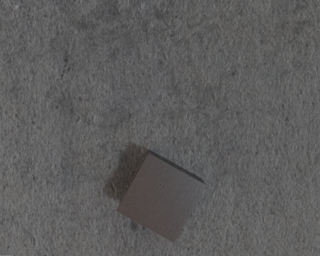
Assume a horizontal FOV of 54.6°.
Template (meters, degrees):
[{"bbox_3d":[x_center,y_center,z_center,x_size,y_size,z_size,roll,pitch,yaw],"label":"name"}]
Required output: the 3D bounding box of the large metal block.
[{"bbox_3d":[0.002,0.084,0.398,0.080,0.050,0.080,29,90,0],"label":"large metal block"}]
